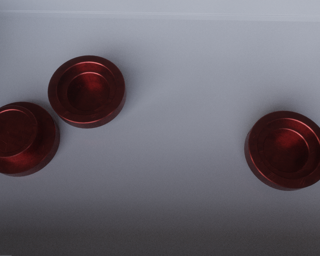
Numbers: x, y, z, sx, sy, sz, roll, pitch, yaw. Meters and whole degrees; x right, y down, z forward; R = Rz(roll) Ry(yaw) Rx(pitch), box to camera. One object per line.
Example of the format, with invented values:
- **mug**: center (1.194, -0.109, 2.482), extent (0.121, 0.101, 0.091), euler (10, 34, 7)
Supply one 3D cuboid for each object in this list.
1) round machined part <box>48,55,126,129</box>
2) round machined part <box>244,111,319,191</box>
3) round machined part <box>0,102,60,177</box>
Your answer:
- **round machined part**: center (-0.094, -0.045, 0.416), extent (0.099, 0.042, 0.098), euler (0, 70, -1)
- **round machined part**: center (0.155, 0.031, 0.391), extent (0.099, 0.042, 0.098), euler (0, 70, -1)
- **round machined part**: center (-0.183, 0.010, 0.395), extent (0.099, 0.042, 0.098), euler (0, 70, -1)
